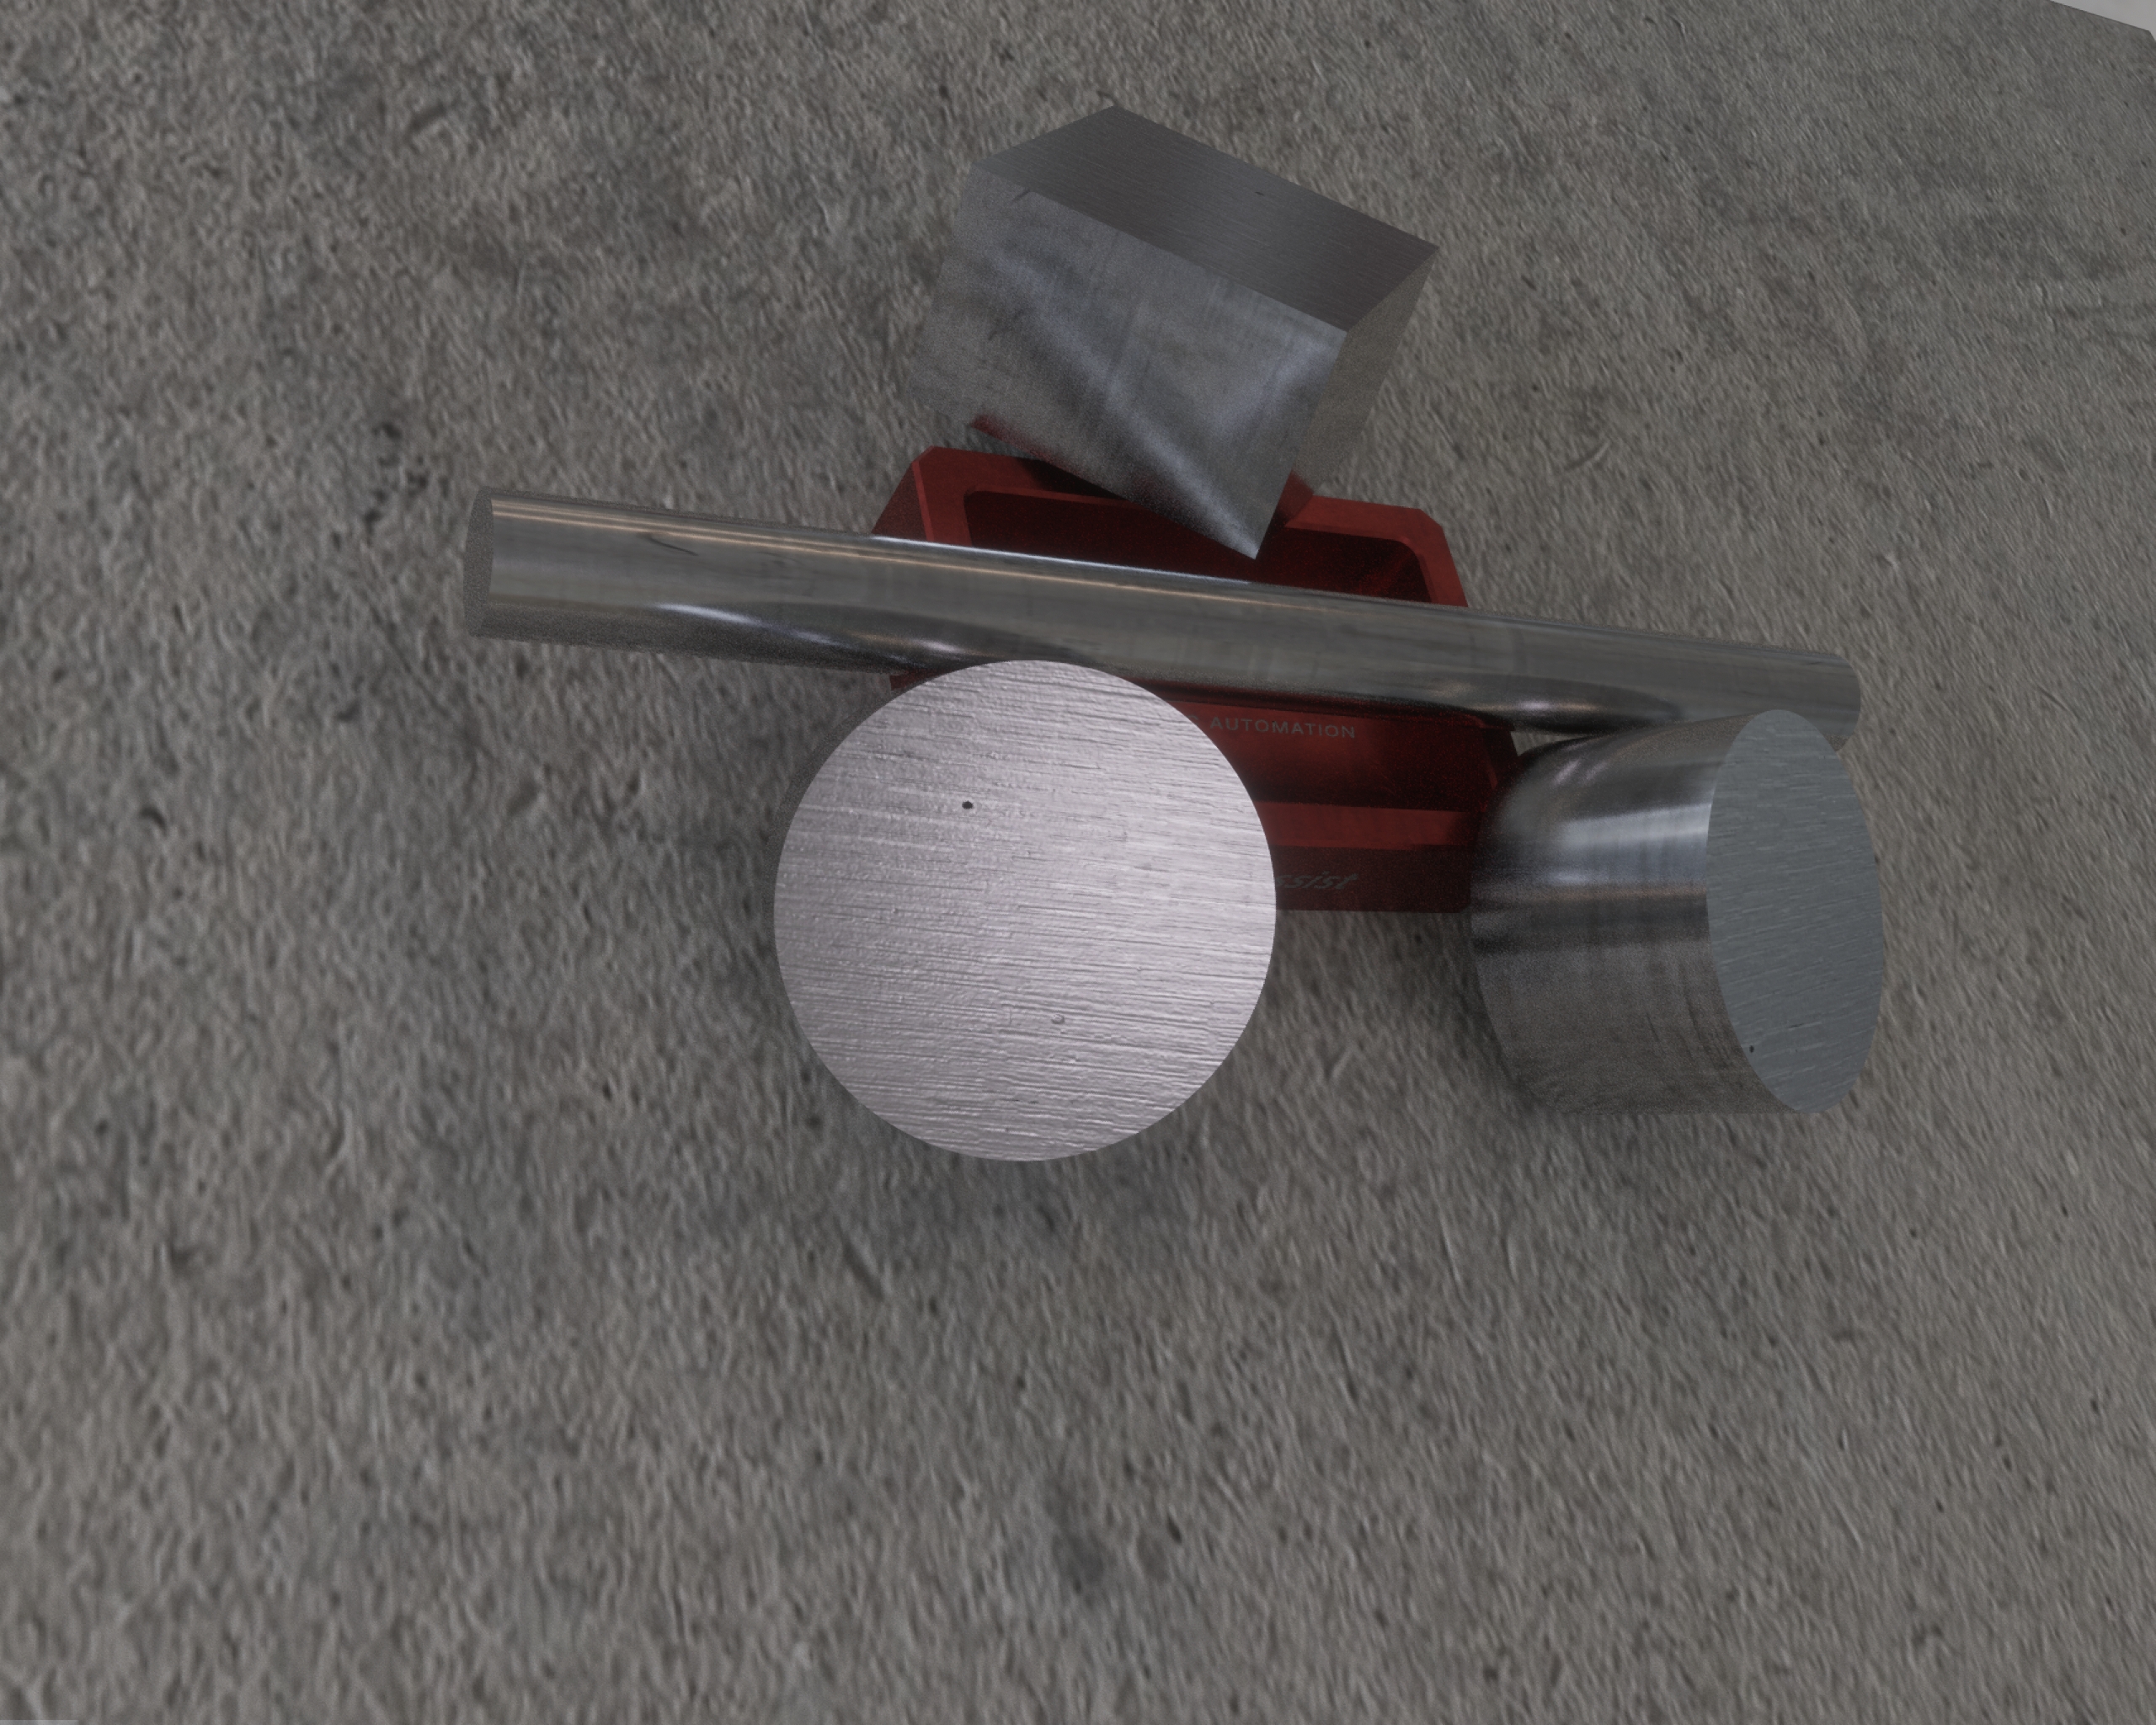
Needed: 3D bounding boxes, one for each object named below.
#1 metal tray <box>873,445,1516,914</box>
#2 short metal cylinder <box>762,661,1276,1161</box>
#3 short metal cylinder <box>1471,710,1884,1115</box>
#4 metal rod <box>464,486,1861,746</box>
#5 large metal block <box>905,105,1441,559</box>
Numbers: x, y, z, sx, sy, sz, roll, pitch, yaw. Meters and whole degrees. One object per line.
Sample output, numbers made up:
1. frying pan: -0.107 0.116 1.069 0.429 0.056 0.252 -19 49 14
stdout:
1. metal tray: 0.027 -0.036 0.439 0.131 0.030 0.090 2 61 -27
2. short metal cylinder: -0.012 0.006 0.355 0.081 0.050 0.079 -1 93 -11
3. short metal cylinder: 0.124 0.012 0.428 0.081 0.050 0.080 8 79 -47
4. metal rod: 0.036 -0.043 0.412 0.302 0.025 0.025 3 61 -27
5. large metal block: 0.022 -0.116 0.444 0.080 0.050 0.080 27 34 8
